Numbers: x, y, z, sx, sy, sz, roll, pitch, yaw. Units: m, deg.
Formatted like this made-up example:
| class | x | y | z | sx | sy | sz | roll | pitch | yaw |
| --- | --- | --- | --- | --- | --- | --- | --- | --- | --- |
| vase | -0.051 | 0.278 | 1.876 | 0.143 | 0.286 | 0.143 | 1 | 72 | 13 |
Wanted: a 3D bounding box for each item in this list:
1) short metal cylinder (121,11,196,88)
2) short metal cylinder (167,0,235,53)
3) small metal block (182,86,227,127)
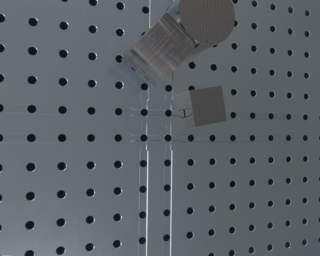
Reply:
| class | x | y | z | sx | sy | sz | roll | pitch | yaw |
| --- | --- | --- | --- | --- | --- | --- | --- | --- | --- |
| short metal cylinder | -0.002 | -0.096 | 0.382 | 0.050 | 0.080 | 0.080 | 43 | 77 | -15 |
| short metal cylinder | 0.053 | -0.146 | 0.418 | 0.081 | 0.050 | 0.079 | 0 | 90 | -20 |
| small metal block | 0.062 | -0.030 | 0.436 | 0.050 | 0.025 | 0.050 | -11 | 94 | -20 |
